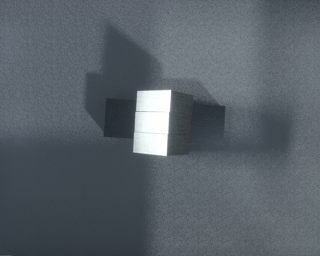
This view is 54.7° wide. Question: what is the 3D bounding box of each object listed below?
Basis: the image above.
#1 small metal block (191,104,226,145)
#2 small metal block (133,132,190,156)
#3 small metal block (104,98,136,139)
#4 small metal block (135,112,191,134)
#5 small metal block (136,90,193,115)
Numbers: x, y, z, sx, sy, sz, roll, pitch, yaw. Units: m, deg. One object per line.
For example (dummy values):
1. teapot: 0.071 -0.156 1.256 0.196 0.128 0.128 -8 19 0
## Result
1. small metal block: 0.058 -0.005 0.411 0.050 0.025 0.050 3 90 -1
2. small metal block: 0.003 0.019 0.387 0.050 0.050 0.025 2 90 36
3. small metal block: -0.045 -0.012 0.409 0.050 0.025 0.050 4 90 -1
4. small metal block: 0.004 -0.006 0.387 0.050 0.050 0.025 2 90 36
5. small metal block: 0.006 -0.031 0.387 0.050 0.050 0.025 3 90 36
